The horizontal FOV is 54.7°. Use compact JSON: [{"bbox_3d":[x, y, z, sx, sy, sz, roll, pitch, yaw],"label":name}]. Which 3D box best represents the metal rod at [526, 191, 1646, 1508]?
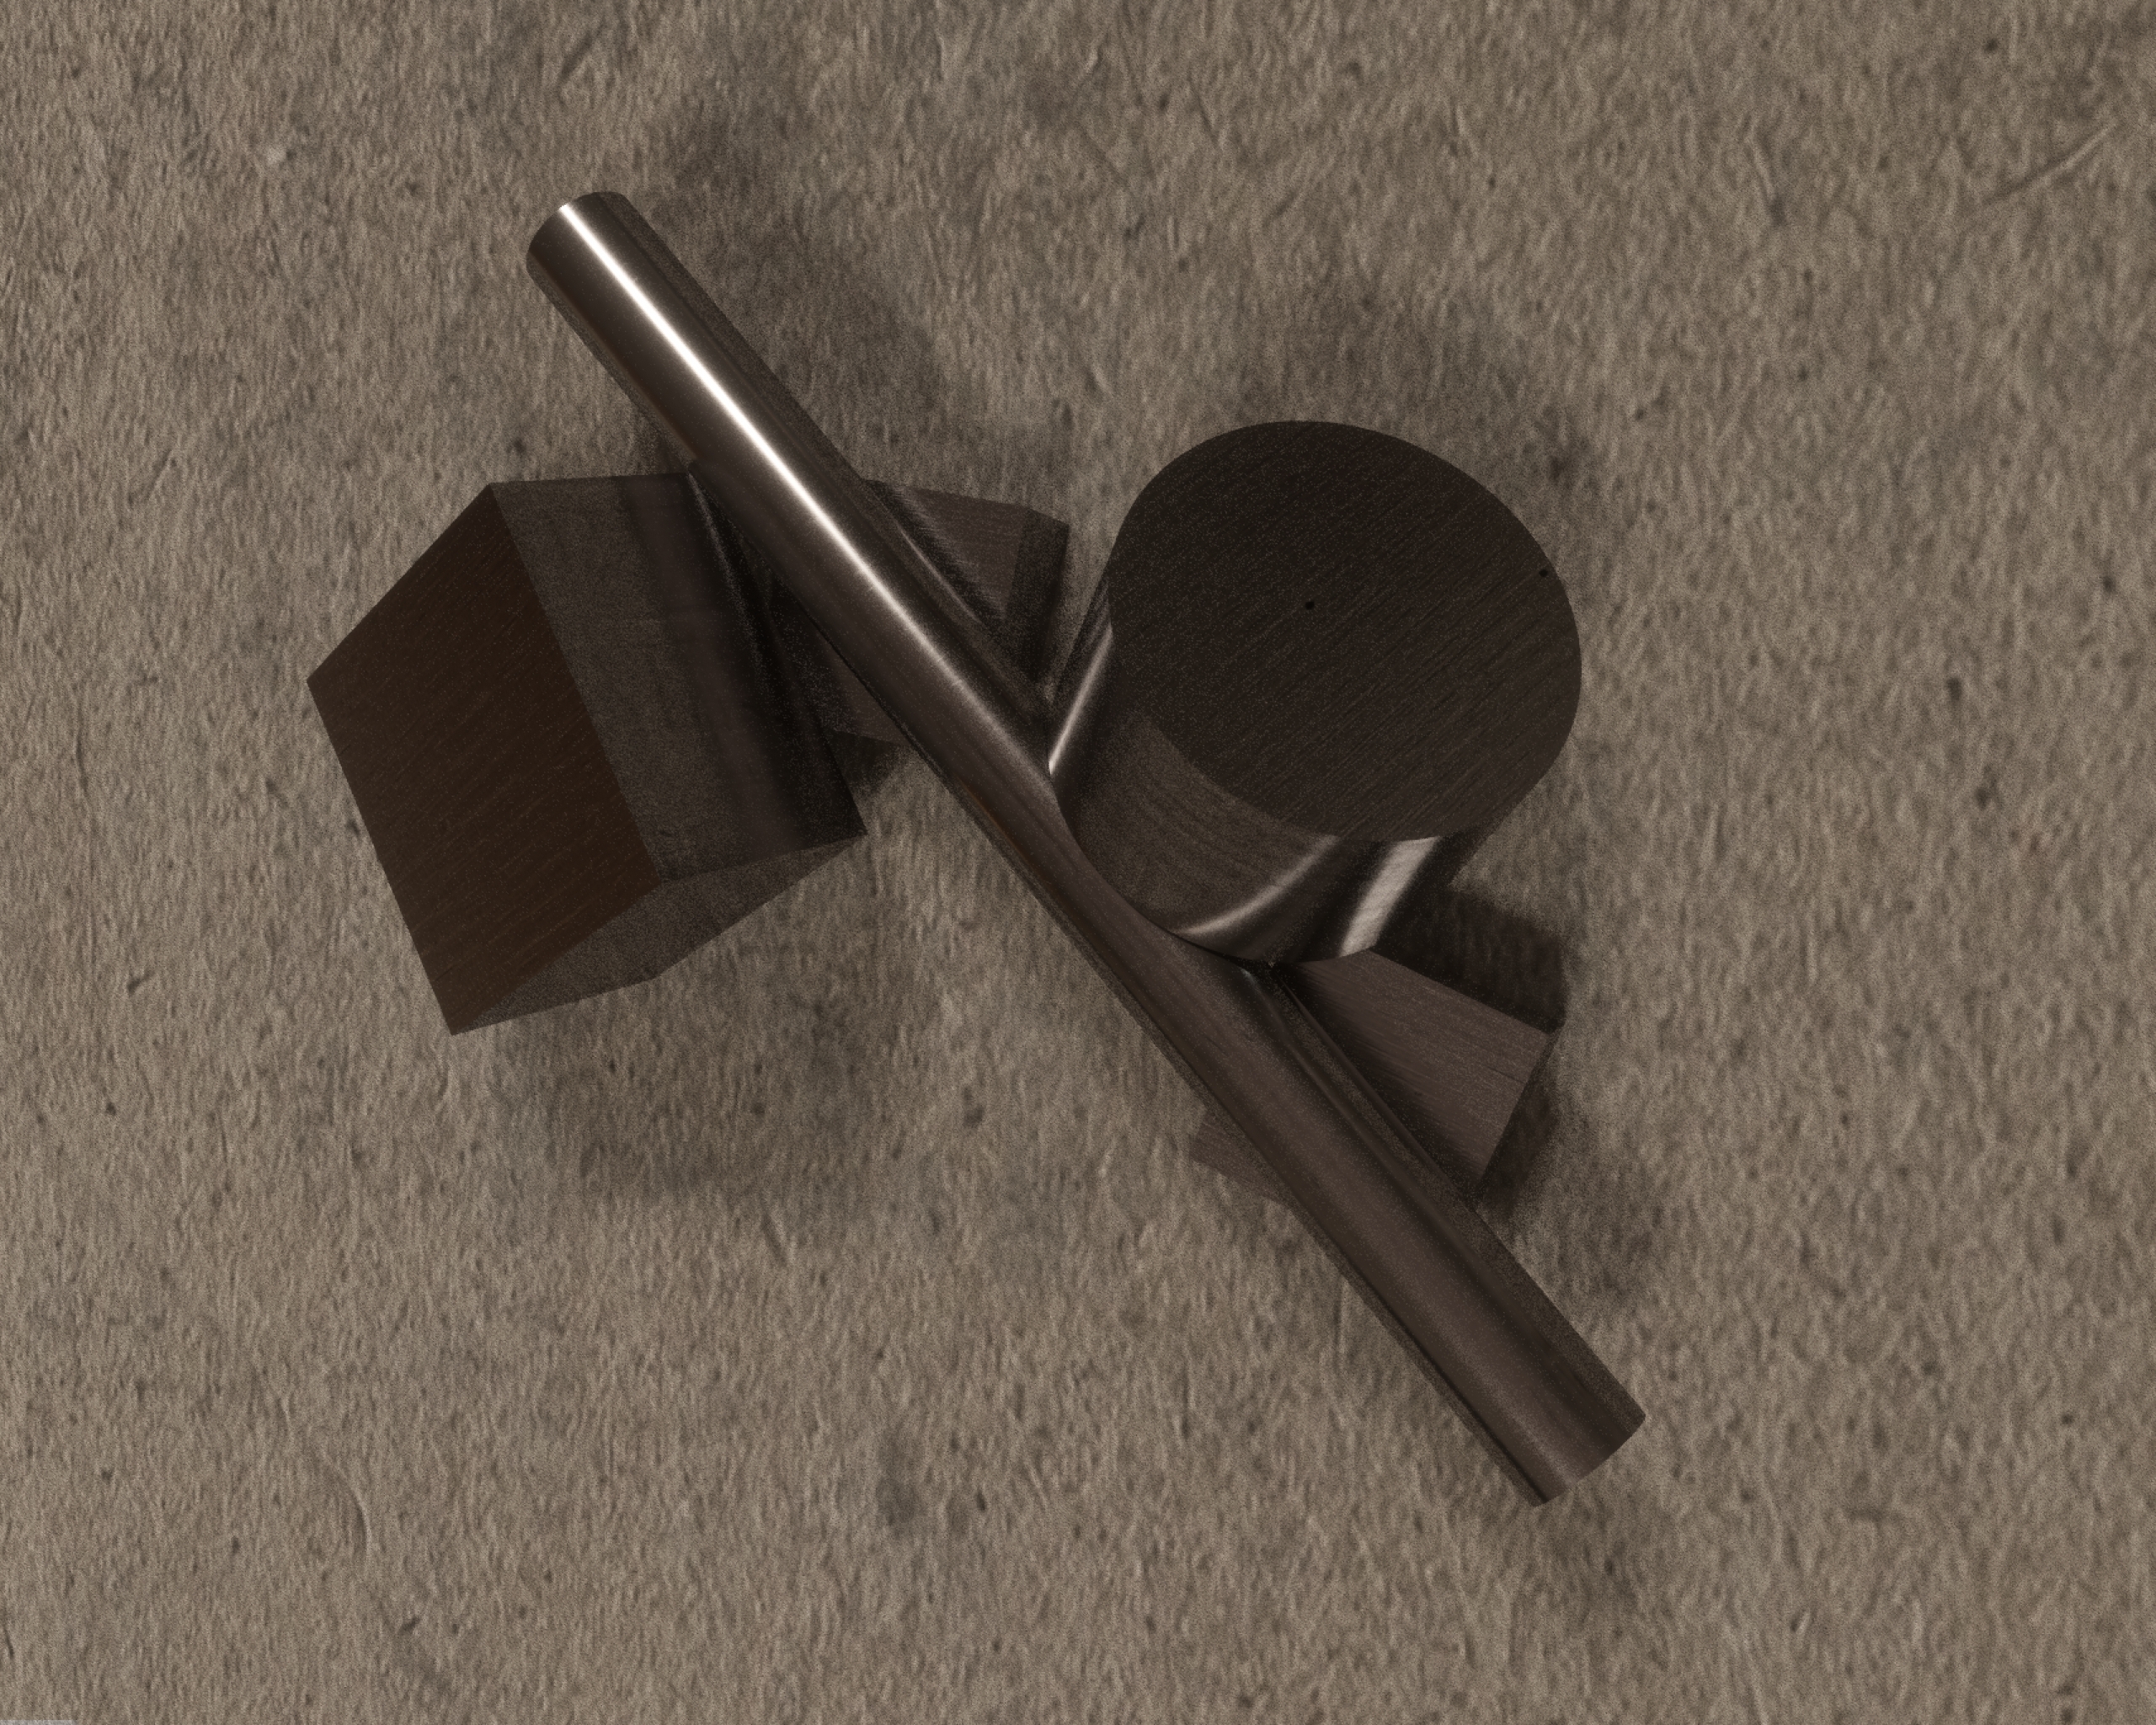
[{"bbox_3d":[-0.007,-0.012,0.385,0.025,0.025,0.300,-43,77,15],"label":"metal rod"}]

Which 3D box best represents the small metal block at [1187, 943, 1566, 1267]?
[{"bbox_3d":[0.056,0.043,0.390,0.050,0.025,0.050,26,98,17],"label":"small metal block"}]

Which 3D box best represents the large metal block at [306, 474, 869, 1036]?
[{"bbox_3d":[-0.099,-0.021,0.413,0.080,0.050,0.080,-31,80,41],"label":"large metal block"}]

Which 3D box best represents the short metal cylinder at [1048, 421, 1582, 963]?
[{"bbox_3d":[0.039,-0.029,0.361,0.081,0.050,0.080,5,64,-11],"label":"short metal cylinder"}]

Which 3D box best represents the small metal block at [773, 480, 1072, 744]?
[{"bbox_3d":[-0.034,-0.049,0.421,0.050,0.025,0.050,13,94,19],"label":"small metal block"}]
